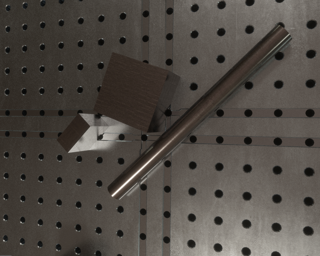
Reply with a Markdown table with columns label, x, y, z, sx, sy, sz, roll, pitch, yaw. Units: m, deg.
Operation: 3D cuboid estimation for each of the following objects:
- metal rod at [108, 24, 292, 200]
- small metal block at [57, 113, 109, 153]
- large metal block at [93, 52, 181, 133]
| label | x | y | z | sx | sy | sz | roll | pitch | yaw |
| --- | --- | --- | --- | --- | --- | --- | --- | --- | --- |
| metal rod | 0.041 | -0.011 | 0.397 | 0.299 | 0.025 | 0.025 | -44 | 77 | 14 |
| small metal block | -0.107 | 0.007 | 0.436 | 0.025 | 0.050 | 0.050 | 46 | 104 | 14 |
| large metal block | -0.030 | -0.046 | 0.409 | 0.080 | 0.050 | 0.080 | 22 | 97 | 18 |
